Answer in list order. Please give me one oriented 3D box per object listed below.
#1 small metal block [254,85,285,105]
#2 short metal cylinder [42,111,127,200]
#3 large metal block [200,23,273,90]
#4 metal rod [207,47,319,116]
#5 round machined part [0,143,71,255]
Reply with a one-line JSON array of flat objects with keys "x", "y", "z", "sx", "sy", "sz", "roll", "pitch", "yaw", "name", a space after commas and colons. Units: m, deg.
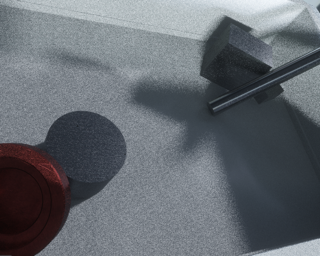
[{"x": 0.186, "y": -0.075, "z": 0.554, "sx": 0.050, "sy": 0.025, "sz": 0.050, "roll": -20, "pitch": 73, "yaw": -36, "name": "small metal block"}, {"x": -0.082, "y": 0.029, "z": 0.327, "sx": 0.081, "sy": 0.050, "sz": 0.080, "roll": 16, "pitch": 53, "yaw": -22, "name": "short metal cylinder"}, {"x": 0.123, "y": -0.109, "z": 0.506, "sx": 0.080, "sy": 0.080, "sz": 0.050, "roll": 25, "pitch": 53, "yaw": -14, "name": "large metal block"}, {"x": 0.212, "y": -0.095, "z": 0.481, "sx": 0.301, "sy": 0.025, "sz": 0.025, "roll": -26, "pitch": 74, "yaw": -4, "name": "metal rod"}, {"x": -0.127, "y": 0.062, "z": 0.270, "sx": 0.099, "sy": 0.042, "sz": 0.097, "roll": 0, "pitch": 87, "yaw": -3, "name": "round machined part"}]
